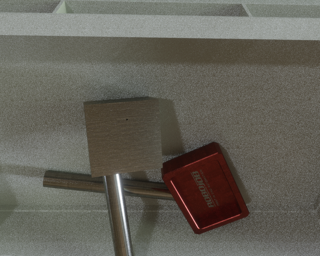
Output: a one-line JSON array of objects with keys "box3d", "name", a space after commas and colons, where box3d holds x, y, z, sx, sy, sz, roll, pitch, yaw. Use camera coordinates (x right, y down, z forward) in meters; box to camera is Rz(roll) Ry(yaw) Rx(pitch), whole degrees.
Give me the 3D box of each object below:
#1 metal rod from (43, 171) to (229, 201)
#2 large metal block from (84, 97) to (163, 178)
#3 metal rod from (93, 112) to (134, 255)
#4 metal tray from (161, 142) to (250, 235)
[{"box3d": [-0.027, 0.098, 0.491, 0.302, 0.025, 0.025, 8, 130, -7], "name": "metal rod"}, {"box3d": [-0.044, 0.007, 0.365, 0.081, 0.050, 0.079, -6, 100, -14], "name": "large metal block"}, {"box3d": [-0.056, 0.122, 0.420, 0.025, 0.025, 0.298, -6, 101, 4], "name": "metal rod"}, {"box3d": [0.069, 0.093, 0.463, 0.090, 0.030, 0.130, -24, 116, 9], "name": "metal tray"}]
